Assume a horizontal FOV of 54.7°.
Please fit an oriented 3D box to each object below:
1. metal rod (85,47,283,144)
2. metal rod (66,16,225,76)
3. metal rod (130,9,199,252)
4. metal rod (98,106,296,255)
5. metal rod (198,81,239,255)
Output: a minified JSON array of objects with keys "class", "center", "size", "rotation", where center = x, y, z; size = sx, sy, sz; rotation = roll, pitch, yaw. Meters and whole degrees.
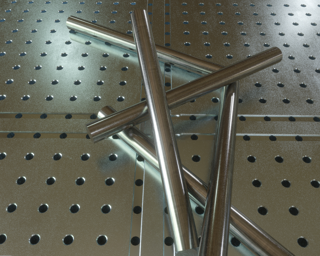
[{"class":"metal rod","center":[0.046,-0.052,0.417],"size":[0.302,0.025,0.025],"rotation":[-25,55,-20]},{"class":"metal rod","center":[-0.031,-0.137,0.522],"size":[0.301,0.025,0.025],"rotation":[23,54,18]},{"class":"metal rod","center":[0.000,-0.015,0.363],"size":[0.025,0.025,0.299],"rotation":[-9,68,-8]},{"class":"metal rod","center":[0.031,0.062,0.355],"size":[0.300,0.025,0.025],"rotation":[38,59,27]},{"class":"metal rod","center":[0.073,0.033,0.356],"size":[0.025,0.025,0.301],"rotation":[10,43,8]}]
